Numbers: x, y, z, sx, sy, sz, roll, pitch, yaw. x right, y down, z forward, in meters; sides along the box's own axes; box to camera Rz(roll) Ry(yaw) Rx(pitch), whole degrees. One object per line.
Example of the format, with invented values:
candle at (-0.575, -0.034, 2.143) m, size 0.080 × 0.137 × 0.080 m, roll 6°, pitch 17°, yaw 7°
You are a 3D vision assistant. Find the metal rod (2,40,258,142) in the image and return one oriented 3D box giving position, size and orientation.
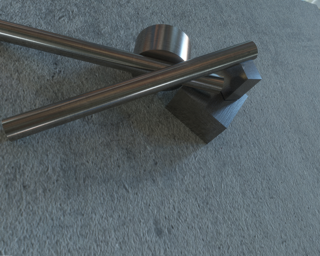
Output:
metal rod at (-0.021, -0.048, 0.357) m, size 0.302 × 0.025 × 0.025 m, roll -20°, pitch 72°, yaw -14°

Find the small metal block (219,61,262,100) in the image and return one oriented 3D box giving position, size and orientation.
small metal block at (0.104, -0.073, 0.424) m, size 0.025 × 0.050 × 0.050 m, roll -5°, pitch 64°, yaw -30°

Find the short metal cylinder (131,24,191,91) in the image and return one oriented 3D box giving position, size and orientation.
short metal cylinder at (0.002, -0.096, 0.433) m, size 0.081 × 0.080 × 0.050 m, roll 19°, pitch 54°, yaw -18°

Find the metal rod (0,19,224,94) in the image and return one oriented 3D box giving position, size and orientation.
metal rod at (-0.066, -0.090, 0.389) m, size 0.302 × 0.025 × 0.025 m, roll 12°, pitch 56°, yaw -8°

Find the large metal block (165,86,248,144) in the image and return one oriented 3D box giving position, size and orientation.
large metal block at (0.068, -0.038, 0.449) m, size 0.080 × 0.050 × 0.080 m, roll 41°, pitch 52°, yaw 0°
